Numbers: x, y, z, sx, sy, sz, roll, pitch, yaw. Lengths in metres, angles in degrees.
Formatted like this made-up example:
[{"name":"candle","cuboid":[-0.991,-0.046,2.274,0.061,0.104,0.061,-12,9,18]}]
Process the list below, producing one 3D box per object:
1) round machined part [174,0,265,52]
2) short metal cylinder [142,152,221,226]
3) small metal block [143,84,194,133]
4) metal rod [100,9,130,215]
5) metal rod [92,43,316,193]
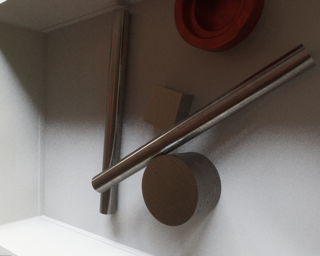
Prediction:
[{"name":"round machined part","cuboid":[0.067,-0.132,0.339,0.098,0.042,0.097,0,90,39]},{"name":"short metal cylinder","cuboid":[0.025,0.070,0.368,0.080,0.050,0.079,0,90,39]},{"name":"small metal block","cuboid":[0.010,-0.025,0.397,0.050,0.025,0.050,24,105,37]},{"name":"metal rod","cuboid":[-0.067,-0.021,0.459,0.025,0.025,0.298,7,95,39]},{"name":"metal rod","cuboid":[0.028,0.004,0.358,0.299,0.025,0.025,-33,69,27]}]
